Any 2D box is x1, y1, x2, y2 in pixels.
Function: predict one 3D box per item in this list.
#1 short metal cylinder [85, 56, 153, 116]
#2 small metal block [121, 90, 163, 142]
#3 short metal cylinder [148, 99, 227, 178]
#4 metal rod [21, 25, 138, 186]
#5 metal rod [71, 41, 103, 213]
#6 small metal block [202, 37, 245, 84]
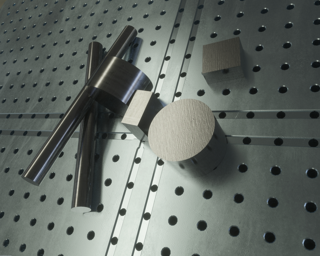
[{"bbox_3d":[-0.057,-0.056,0.437,0.080,0.080,0.050,18,71,35],"label":"short metal cylinder"},{"bbox_3d":[-0.019,-0.015,0.411,0.025,0.050,0.050,11,68,30],"label":"small metal block"},{"bbox_3d":[0.033,0.012,0.367,0.080,0.050,0.080,-13,56,21],"label":"short metal cylinder"},{"bbox_3d":[-0.107,-0.051,0.466,0.025,0.025,0.300,6,55,31],"label":"metal rod"},{"bbox_3d":[-0.108,-0.021,0.477,0.025,0.025,0.299,-16,55,19],"label":"metal rod"},{"bbox_3d":[0.086,-0.091,0.419,0.050,0.025,0.050,-8,58,23],"label":"small metal block"}]
